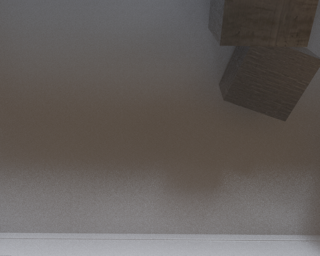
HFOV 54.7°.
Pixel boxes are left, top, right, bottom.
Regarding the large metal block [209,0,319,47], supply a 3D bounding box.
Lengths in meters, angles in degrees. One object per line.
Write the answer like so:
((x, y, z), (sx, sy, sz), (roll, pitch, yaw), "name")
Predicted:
((0.095, -0.116, 0.307), (0.081, 0.080, 0.050), (1, 119, -1), "large metal block")

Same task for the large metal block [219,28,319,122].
((0.126, -0.065, 0.369), (0.080, 0.050, 0.079), (18, 119, -7), "large metal block")
